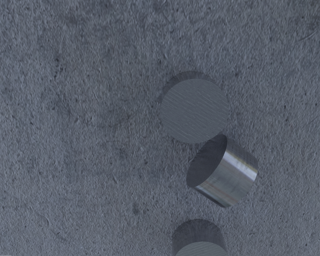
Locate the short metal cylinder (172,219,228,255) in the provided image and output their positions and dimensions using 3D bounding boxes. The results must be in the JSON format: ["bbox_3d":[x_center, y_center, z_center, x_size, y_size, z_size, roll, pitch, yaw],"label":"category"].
[{"bbox_3d":[0.059,0.186,0.465,0.081,0.050,0.079,0,110,0],"label":"short metal cylinder"}]

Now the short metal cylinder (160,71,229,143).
[{"bbox_3d":[0.041,-0.027,0.387,0.081,0.050,0.079,0,110,0],"label":"short metal cylinder"}]

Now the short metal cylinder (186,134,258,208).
[{"bbox_3d":[0.079,0.055,0.401,0.050,0.080,0.080,35,106,-12],"label":"short metal cylinder"}]
